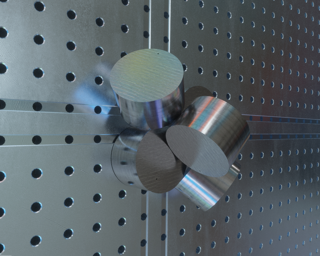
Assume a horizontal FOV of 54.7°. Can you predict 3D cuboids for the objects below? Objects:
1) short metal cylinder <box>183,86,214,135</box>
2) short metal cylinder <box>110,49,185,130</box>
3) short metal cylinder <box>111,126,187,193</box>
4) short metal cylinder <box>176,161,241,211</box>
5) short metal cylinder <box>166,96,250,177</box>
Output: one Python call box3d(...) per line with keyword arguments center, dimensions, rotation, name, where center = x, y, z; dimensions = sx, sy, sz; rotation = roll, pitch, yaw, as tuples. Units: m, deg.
box3d(center=(0.036, -0.015, 0.424), dimensions=(0.081, 0.050, 0.079), rotation=(0, 90, -40), name="short metal cylinder")
box3d(center=(-0.012, -0.045, 0.355), dimensions=(0.080, 0.080, 0.050), rotation=(-54, 156, -27), name="short metal cylinder")
box3d(center=(-0.012, 0.037, 0.384), dimensions=(0.081, 0.050, 0.079), rotation=(0, 90, -40), name="short metal cylinder")
box3d(center=(0.064, 0.065, 0.420), dimensions=(0.050, 0.080, 0.080), rotation=(39, 61, 6), name="short metal cylinder")
box3d(center=(0.054, 0.010, 0.354), dimensions=(0.050, 0.080, 0.080), rotation=(-49, 120, -29), name="short metal cylinder")
